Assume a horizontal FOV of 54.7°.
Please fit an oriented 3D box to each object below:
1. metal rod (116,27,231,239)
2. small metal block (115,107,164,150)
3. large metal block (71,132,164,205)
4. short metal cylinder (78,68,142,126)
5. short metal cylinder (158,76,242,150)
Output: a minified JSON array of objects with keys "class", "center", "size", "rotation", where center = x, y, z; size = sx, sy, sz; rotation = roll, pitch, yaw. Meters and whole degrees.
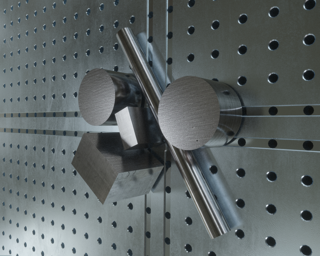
[{"class":"metal rod","center":[0.009,-0.008,0.397],"size":[0.025,0.025,0.299],"rotation":[-38,67,33]},{"class":"small metal block","center":[-0.027,0.001,0.410],"size":[0.025,0.050,0.050],"rotation":[-27,73,37]},{"class":"large metal block","center":[-0.057,0.049,0.414],"size":[0.080,0.081,0.050],"rotation":[42,116,32]},{"class":"short metal cylinder","center":[-0.073,-0.043,0.449],"size":[0.080,0.050,0.079],"rotation":[0,90,40]},{"class":"short metal cylinder","center":[0.045,-0.016,0.351],"size":[0.080,0.050,0.079],"rotation":[0,90,40]}]
